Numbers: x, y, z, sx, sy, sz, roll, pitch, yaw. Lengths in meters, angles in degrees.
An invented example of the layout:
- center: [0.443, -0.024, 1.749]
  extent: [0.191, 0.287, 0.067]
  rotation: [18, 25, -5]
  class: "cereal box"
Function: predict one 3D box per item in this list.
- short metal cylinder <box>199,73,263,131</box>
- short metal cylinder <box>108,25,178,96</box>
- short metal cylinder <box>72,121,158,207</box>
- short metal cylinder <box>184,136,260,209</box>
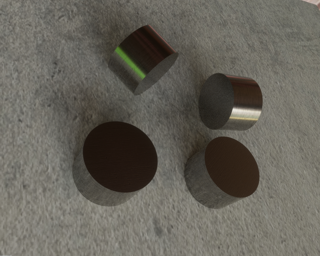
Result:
- center: [0.100, -0.036, 0.447]
  extent: [0.050, 0.080, 0.080]
  rotation: [2, 61, -28]
  class: "short metal cylinder"
- center: [-0.022, -0.089, 0.412]
  extent: [0.050, 0.080, 0.080]
  rotation: [47, 51, 4]
  class: "short metal cylinder"
- center: [-0.050, 0.039, 0.338]
  extent: [0.081, 0.050, 0.080]
  rotation: [14, 56, -21]
  class: "short metal cylinder"
- center: [0.078, 0.058, 0.397]
  extent: [0.081, 0.050, 0.080]
  rotation: [14, 56, -21]
  class: "short metal cylinder"
